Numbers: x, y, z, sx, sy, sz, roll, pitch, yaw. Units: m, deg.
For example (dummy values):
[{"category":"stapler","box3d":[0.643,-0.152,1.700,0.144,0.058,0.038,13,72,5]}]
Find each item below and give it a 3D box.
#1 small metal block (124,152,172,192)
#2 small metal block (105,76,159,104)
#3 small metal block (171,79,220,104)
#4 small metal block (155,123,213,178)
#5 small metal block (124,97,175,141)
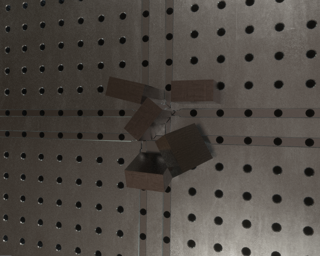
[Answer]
[{"category":"small metal block","box3d":[-0.011,0.055,0.399,0.050,0.050,0.025,4,114,19]},{"category":"small metal block","box3d":[-0.036,-0.048,0.411,0.050,0.050,0.025,15,95,19]},{"category":"small metal block","box3d":[0.045,-0.043,0.383,0.050,0.050,0.025,1,91,19]},{"category":"small metal block","box3d":[0.030,0.027,0.386,0.025,0.050,0.050,-39,75,54]},{"category":"small metal block","box3d":[-0.013,-0.011,0.403,0.025,0.050,0.050,42,103,15]}]
